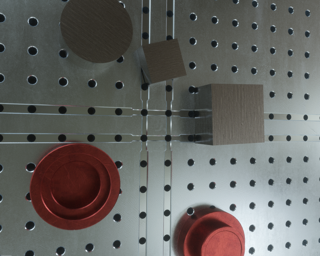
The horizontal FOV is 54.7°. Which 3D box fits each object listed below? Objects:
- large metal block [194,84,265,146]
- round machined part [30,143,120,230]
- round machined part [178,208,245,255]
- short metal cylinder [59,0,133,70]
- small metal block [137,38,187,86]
[{"bbox_3d":[0.096,-0.019,0.435,0.081,0.050,0.080,-2,91,-20],"label":"large metal block"},{"bbox_3d":[-0.100,0.066,0.367,0.099,0.042,0.097,0,90,-20],"label":"round machined part"},{"bbox_3d":[0.078,0.165,0.433,0.099,0.042,0.097,0,90,-20],"label":"round machined part"},{"bbox_3d":[-0.078,-0.113,0.370,0.081,0.050,0.080,0,90,-20],"label":"short metal cylinder"},{"bbox_3d":[0.002,-0.087,0.413,0.050,0.025,0.050,-17,96,-19],"label":"small metal block"}]
